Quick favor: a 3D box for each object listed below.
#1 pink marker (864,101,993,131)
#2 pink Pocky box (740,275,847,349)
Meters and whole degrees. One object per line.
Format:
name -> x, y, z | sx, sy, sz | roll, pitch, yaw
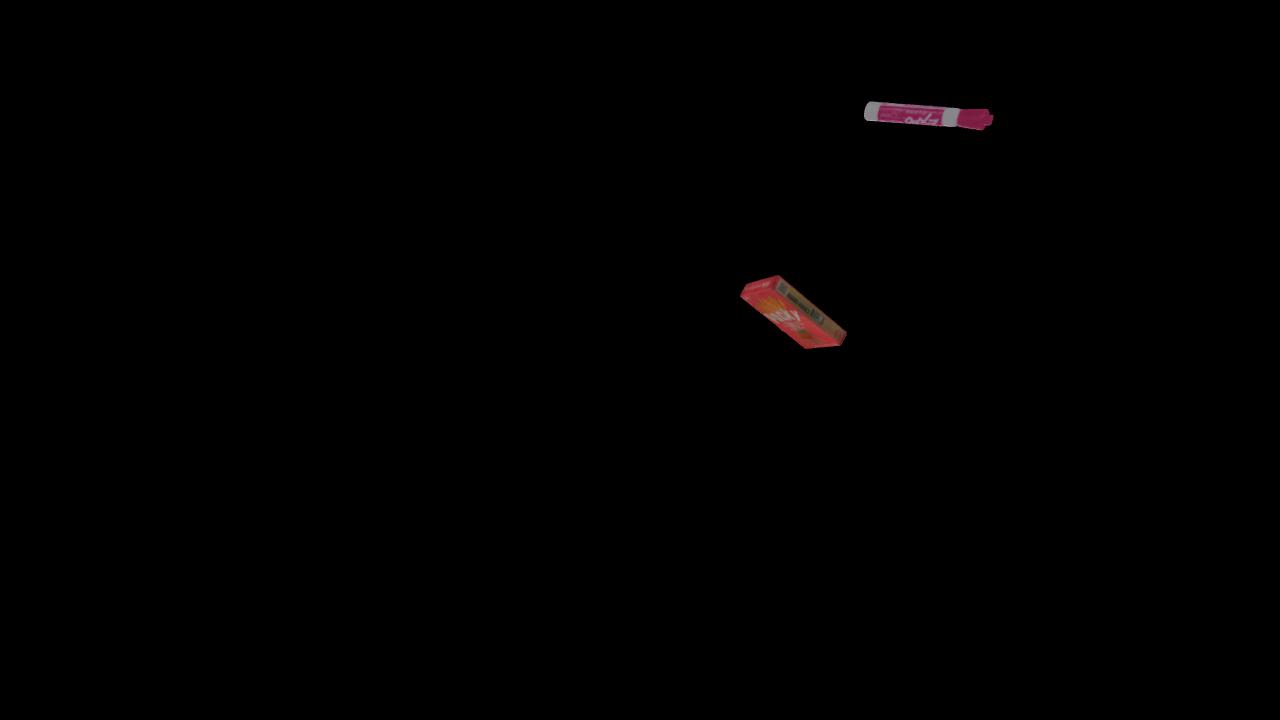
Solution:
pink marker -> 0.282, -0.241, 0.606 | 0.121, 0.020, 0.020 | 24, 15, 38
pink Pocky box -> 0.237, -0.071, 0.955 | 0.155, 0.029, 0.084 | 35, -17, -19
